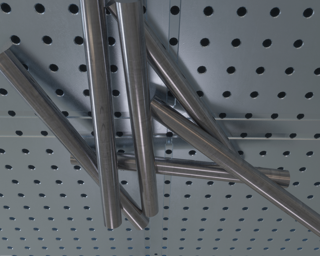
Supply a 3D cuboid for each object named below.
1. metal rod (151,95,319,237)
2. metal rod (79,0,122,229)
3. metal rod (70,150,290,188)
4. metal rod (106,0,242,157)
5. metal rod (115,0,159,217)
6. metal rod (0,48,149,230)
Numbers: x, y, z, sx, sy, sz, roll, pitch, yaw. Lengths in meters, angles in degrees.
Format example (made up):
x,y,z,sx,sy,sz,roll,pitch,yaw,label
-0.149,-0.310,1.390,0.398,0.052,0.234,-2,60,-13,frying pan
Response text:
x,y,z,sx,sy,sz,roll,pitch,yaw,label
0.109,0.056,0.402,0.301,0.025,0.025,35,123,-7,metal rod
-0.066,-0.003,0.363,0.025,0.025,0.298,0,117,0,metal rod
0.025,0.055,0.436,0.301,0.025,0.025,6,130,3,metal rod
0.039,-0.031,0.385,0.025,0.025,0.300,-27,126,21,metal rod
-0.021,0.003,0.369,0.025,0.025,0.298,-2,127,2,metal rod
-0.102,0.032,0.406,0.025,0.025,0.300,-24,117,19,metal rod
